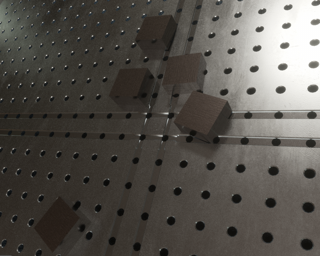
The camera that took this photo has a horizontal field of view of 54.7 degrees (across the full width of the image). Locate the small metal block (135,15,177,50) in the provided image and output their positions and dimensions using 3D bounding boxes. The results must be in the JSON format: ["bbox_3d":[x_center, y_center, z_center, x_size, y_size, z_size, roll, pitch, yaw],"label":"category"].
[{"bbox_3d":[-0.006,-0.155,0.505,0.050,0.025,0.050,7,65,31],"label":"small metal block"}]

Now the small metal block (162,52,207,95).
[{"bbox_3d":[0.035,-0.075,0.435,0.050,0.025,0.050,-2,61,27],"label":"small metal block"}]

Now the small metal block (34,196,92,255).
[{"bbox_3d":[-0.124,0.124,0.395,0.050,0.025,0.050,30,78,37],"label":"small metal block"}]

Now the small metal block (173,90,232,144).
[{"bbox_3d":[0.054,-0.014,0.388,0.050,0.025,0.050,23,74,36],"label":"small metal block"}]

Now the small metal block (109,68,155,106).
[{"bbox_3d":[-0.042,-0.062,0.467,0.050,0.025,0.050,4,64,29],"label":"small metal block"}]
